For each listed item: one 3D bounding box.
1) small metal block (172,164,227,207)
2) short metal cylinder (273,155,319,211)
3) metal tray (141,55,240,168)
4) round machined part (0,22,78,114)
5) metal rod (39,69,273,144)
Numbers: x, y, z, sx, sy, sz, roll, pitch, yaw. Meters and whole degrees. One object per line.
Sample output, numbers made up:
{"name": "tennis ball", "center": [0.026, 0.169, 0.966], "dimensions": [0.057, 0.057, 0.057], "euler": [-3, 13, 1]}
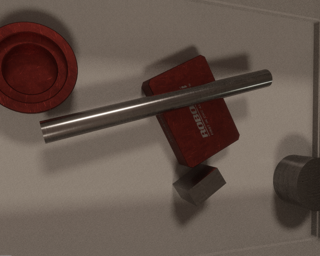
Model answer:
{"name": "small metal block", "center": [0.052, 0.075, 0.418], "dimensions": [0.050, 0.050, 0.025], "euler": [-35, 102, -17]}
{"name": "short metal cylinder", "center": [0.226, 0.084, 0.483], "dimensions": [0.081, 0.050, 0.079], "euler": [0, 90, -21]}
{"name": "metal tray", "center": [0.044, -0.023, 0.425], "dimensions": [0.091, 0.030, 0.129], "euler": [-29, 100, -18]}
{"name": "round machined part", "center": [-0.145, -0.064, 0.348], "dimensions": [0.099, 0.042, 0.097], "euler": [0, 90, -21]}
{"name": "metal rod", "center": [0.011, -0.033, 0.383], "dimensions": [0.302, 0.025, 0.025], "euler": [-15, 96, -20]}
